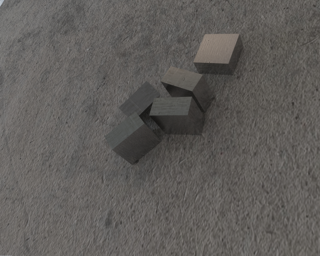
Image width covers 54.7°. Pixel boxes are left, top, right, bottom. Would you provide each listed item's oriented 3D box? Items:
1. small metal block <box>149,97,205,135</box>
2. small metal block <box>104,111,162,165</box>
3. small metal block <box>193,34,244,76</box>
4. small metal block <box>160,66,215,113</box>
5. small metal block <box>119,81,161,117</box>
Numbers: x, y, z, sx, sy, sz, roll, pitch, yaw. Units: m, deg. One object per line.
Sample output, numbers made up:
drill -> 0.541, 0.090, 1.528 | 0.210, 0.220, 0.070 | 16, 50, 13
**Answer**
small metal block -> 0.023, -0.014, 0.385 | 0.050, 0.050, 0.025 | 1, 62, 28
small metal block -> -0.033, 0.014, 0.397 | 0.050, 0.050, 0.025 | -39, 51, 2
small metal block -> 0.080, -0.101, 0.424 | 0.050, 0.025, 0.050 | 10, 67, 32
small metal block -> 0.036, -0.050, 0.399 | 0.050, 0.050, 0.025 | 23, 75, 36
small metal block -> -0.027, -0.034, 0.420 | 0.050, 0.050, 0.025 | -45, 91, -3
